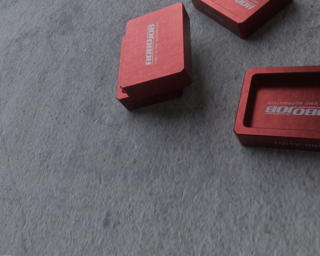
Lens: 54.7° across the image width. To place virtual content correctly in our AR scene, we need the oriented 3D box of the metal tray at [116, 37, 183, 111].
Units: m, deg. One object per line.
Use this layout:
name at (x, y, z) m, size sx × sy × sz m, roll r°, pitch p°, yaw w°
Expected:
metal tray at (-0.015, -0.096, 0.465) m, size 0.090 × 0.030 × 0.130 m, roll -13°, pitch 56°, yaw 20°

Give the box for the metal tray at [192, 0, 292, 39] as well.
metal tray at (0.115, -0.197, 0.460) m, size 0.090 × 0.030 × 0.130 m, roll -39°, pitch 51°, yaw 1°

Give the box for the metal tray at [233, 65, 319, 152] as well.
metal tray at (0.154, -0.022, 0.333) m, size 0.130 × 0.030 × 0.090 m, roll 3°, pitch 63°, yaw 29°

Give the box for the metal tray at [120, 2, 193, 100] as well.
metal tray at (-0.004, -0.107, 0.428) m, size 0.090 × 0.030 × 0.130 m, roll -12°, pitch 57°, yaw 21°
